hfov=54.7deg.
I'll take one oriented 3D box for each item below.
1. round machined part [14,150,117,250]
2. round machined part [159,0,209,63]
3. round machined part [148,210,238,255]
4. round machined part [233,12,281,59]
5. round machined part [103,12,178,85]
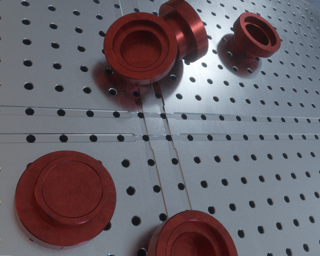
[{"bbox_3d":[-0.090,0.066,0.309,0.099,0.042,0.098,14,56,-21],"label":"round machined part"},{"bbox_3d":[0.026,-0.142,0.471,0.042,0.098,0.098,-34,80,-12],"label":"round machined part"},{"bbox_3d":[0.032,0.141,0.329,0.099,0.042,0.098,14,56,-21],"label":"round machined part"},{"bbox_3d":[0.183,-0.175,0.606,0.099,0.042,0.098,14,56,-21],"label":"round machined part"},{"bbox_3d":[-0.026,-0.106,0.432,0.099,0.042,0.098,0,79,-2],"label":"round machined part"}]
